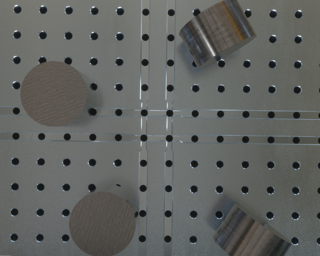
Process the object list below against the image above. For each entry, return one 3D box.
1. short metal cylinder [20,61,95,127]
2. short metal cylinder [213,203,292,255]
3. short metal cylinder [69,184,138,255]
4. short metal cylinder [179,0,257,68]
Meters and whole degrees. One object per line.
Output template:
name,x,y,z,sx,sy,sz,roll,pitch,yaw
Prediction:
short metal cylinder,-0.129,-0.041,0.400,0.081,0.050,0.079,0,90,0
short metal cylinder,0.114,0.139,0.387,0.080,0.080,0.050,34,90,0
short metal cylinder,-0.070,0.117,0.400,0.081,0.050,0.079,0,90,0
short metal cylinder,0.071,-0.116,0.386,0.080,0.080,0.050,-28,90,0
